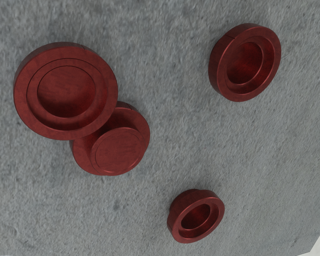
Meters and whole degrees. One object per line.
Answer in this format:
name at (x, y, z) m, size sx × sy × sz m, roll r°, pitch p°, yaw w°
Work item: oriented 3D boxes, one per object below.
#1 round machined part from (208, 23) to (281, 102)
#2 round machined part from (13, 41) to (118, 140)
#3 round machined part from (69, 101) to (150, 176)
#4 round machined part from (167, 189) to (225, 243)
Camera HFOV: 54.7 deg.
round machined part at (0.104, -0.086, 0.401) m, size 0.099 × 0.042 × 0.097 m, roll -14°, pitch 125°, yaw -21°
round machined part at (-0.096, -0.040, 0.317) m, size 0.099 × 0.042 × 0.097 m, roll -12°, pitch 121°, yaw -21°
round machined part at (-0.056, 0.019, 0.378) m, size 0.099 × 0.042 × 0.097 m, roll -14°, pitch 125°, yaw -21°
round machined part at (0.055, 0.141, 0.515) m, size 0.099 × 0.042 × 0.097 m, roll -14°, pitch 125°, yaw -21°
